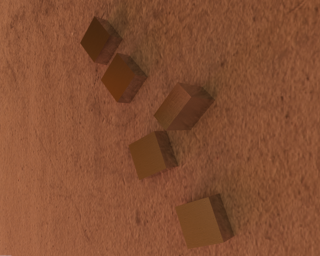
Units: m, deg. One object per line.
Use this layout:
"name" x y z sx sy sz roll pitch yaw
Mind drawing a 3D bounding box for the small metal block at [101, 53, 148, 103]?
"small metal block" -0.052 -0.071 0.446 0.050 0.025 0.050 52 120 27

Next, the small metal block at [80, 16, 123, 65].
"small metal block" -0.091 -0.134 0.478 0.050 0.025 0.050 -51 60 27

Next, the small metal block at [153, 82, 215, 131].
"small metal block" 0.029 -0.024 0.363 0.025 0.050 0.050 51 120 27

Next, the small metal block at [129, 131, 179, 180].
"small metal block" -0.009 0.036 0.411 0.050 0.025 0.050 -29 72 36

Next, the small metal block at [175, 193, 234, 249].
"small metal block" 0.051 0.109 0.361 0.050 0.025 0.050 -27 73 36
